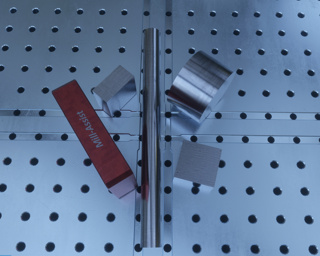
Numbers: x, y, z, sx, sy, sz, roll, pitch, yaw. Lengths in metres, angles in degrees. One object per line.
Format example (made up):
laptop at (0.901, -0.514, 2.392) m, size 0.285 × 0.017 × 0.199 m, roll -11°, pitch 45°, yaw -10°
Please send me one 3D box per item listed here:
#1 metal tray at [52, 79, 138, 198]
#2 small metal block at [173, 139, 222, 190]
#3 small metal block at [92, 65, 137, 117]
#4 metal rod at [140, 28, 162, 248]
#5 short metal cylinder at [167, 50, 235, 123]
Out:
metal tray at (-0.075, 0.016, 0.370) m, size 0.030 × 0.090 × 0.130 m, roll -31°, pitch 73°, yaw -11°
small metal block at (0.048, 0.047, 0.396) m, size 0.050 × 0.025 × 0.050 m, roll 14°, pitch 71°, yaw 5°
small metal block at (-0.059, -0.048, 0.414) m, size 0.025 × 0.050 × 0.050 m, roll 40°, pitch 75°, yaw 13°
metal rod at (-0.011, -0.001, 0.411) m, size 0.025 × 0.025 × 0.299 m, roll 0°, pitch 70°, yaw -1°
short metal cylinder at (0.053, -0.053, 0.402) m, size 0.050 × 0.080 × 0.080 m, roll 36°, pitch 74°, yaw 12°
